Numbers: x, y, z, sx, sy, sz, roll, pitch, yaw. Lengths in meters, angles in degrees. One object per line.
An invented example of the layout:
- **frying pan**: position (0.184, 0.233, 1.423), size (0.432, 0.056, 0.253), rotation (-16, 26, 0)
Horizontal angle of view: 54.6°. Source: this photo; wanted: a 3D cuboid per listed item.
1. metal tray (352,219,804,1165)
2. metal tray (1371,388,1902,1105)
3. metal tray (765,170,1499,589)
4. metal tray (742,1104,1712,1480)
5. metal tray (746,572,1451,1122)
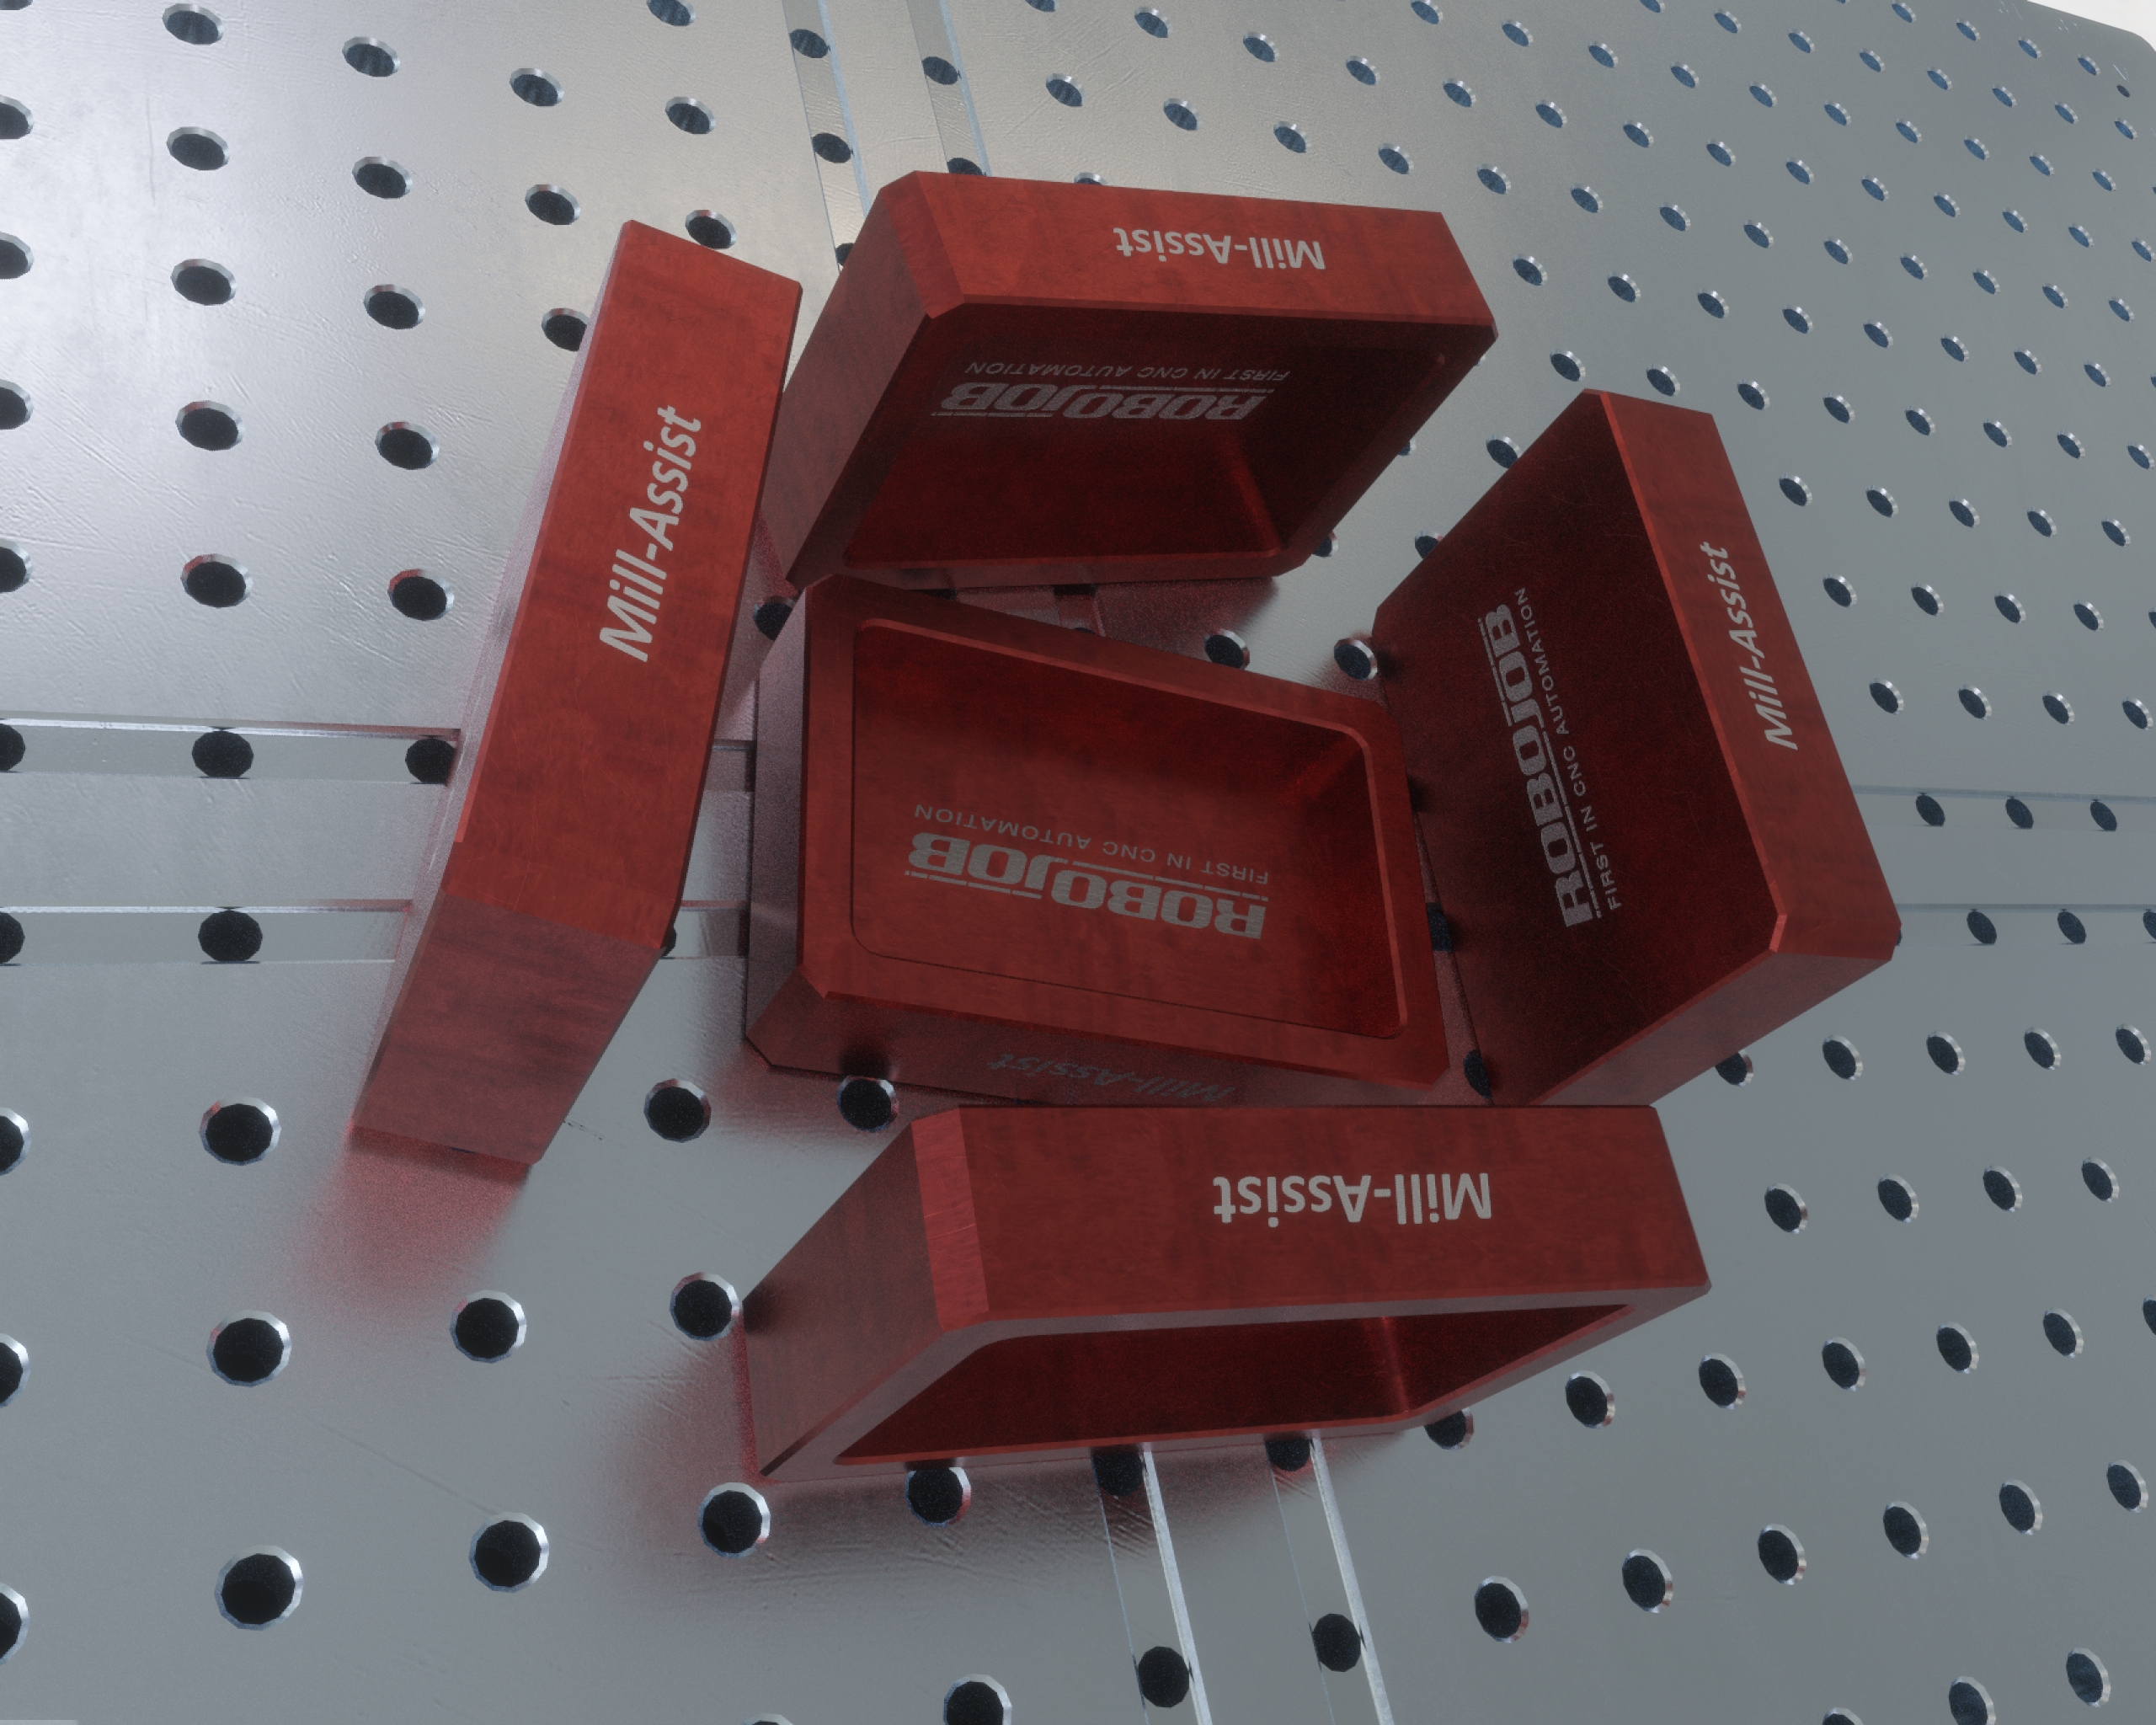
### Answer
- **metal tray**: position (-0.081, -0.028, 0.339), size (0.030, 0.090, 0.130), rotation (17, 55, -18)
- **metal tray**: position (0.110, -0.021, 0.438), size (0.030, 0.090, 0.130), rotation (5, 60, -26)
- **metal tray**: position (0.009, -0.094, 0.428), size (0.131, 0.090, 0.030), rotation (-7, 65, -31)
- **metal tray**: position (0.022, 0.069, 0.336), size (0.131, 0.090, 0.030), rotation (3, 61, -26)
- **metal tray**: position (0.004, 0.001, 0.405), size (0.131, 0.030, 0.090), rotation (11, 57, -23)
